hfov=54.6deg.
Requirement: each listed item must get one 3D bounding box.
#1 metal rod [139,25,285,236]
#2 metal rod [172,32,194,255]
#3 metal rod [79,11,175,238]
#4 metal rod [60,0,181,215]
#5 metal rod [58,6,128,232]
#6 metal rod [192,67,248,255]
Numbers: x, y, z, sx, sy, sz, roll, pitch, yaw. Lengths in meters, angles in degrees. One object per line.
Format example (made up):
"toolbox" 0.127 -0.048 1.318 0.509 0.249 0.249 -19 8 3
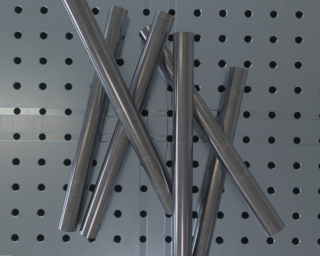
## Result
"metal rod" 0.061 -0.004 0.392 0.025 0.025 0.299 -32 82 0
"metal rod" 0.028 0.037 0.383 0.025 0.025 0.298 0 96 0
"metal rod" -0.044 0.001 0.396 0.025 0.025 0.299 20 97 0
"metal rod" -0.039 -0.021 0.364 0.025 0.025 0.299 -24 110 0
"metal rod" -0.089 -0.012 0.412 0.025 0.025 0.299 13 90 0
"metal rod" 0.074 0.068 0.413 0.025 0.025 0.299 12 90 0
